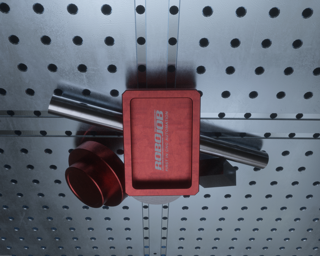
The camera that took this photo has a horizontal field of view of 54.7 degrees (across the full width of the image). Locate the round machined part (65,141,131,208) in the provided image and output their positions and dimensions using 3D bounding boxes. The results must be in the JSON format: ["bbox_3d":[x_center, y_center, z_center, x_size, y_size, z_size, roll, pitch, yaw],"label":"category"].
[{"bbox_3d":[-0.090,0.070,0.424,0.098,0.042,0.097,20,130,26],"label":"round machined part"}]

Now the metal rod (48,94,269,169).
[{"bbox_3d":[0.008,0.009,0.414,0.302,0.025,0.025,15,129,-13],"label":"metal rod"}]

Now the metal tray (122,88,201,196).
[{"bbox_3d":[0.002,0.017,0.379,0.091,0.030,0.129,-1,101,-1],"label":"metal tray"}]

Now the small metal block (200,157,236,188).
[{"bbox_3d":[0.078,0.066,0.449,0.050,0.025,0.050,-11,148,30],"label":"small metal block"}]

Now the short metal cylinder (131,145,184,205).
[{"bbox_3d":[-0.005,0.066,0.446,0.081,0.050,0.079,0,130,0],"label":"short metal cylinder"}]
